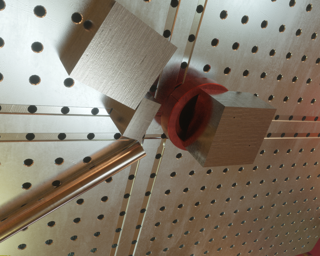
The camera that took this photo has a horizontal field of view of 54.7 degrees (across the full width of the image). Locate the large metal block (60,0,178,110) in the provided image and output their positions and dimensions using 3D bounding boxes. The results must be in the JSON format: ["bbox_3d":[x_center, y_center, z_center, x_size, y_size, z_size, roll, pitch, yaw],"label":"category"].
[{"bbox_3d":[-0.043,-0.078,0.323,0.080,0.050,0.080,27,103,-38],"label":"large metal block"}]

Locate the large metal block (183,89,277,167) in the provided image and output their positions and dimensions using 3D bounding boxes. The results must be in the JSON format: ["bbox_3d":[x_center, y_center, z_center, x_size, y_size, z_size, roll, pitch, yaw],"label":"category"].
[{"bbox_3d":[0.085,0.000,0.387,0.081,0.050,0.079,0,118,-29],"label":"large metal block"}]

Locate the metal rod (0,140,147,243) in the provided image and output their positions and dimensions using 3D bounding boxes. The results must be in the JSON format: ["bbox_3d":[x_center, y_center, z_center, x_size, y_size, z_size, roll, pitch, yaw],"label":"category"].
[{"bbox_3d":[-0.153,0.101,0.390,0.301,0.025,0.025,-30,129,-9],"label":"metal rod"}]

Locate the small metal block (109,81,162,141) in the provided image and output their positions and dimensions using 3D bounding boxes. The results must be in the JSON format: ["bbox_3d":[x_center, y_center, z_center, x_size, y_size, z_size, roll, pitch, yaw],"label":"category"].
[{"bbox_3d":[-0.031,-0.021,0.366,0.025,0.050,0.050,19,108,-36],"label":"small metal block"}]

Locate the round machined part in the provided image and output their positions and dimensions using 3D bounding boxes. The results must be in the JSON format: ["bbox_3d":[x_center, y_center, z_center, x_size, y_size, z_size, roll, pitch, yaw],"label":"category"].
[{"bbox_3d":[0.045,-0.021,0.412,0.099,0.042,0.097,-14,124,-21],"label":"round machined part"}]
